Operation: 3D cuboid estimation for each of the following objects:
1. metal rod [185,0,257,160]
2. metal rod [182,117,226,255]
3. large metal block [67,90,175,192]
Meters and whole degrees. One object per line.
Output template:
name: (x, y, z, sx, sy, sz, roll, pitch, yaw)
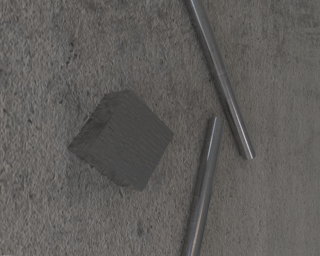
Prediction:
metal rod: (0.095, -0.080, 0.484, 0.025, 0.025, 0.299, -38, 113, -34)
metal rod: (0.056, 0.130, 0.451, 0.025, 0.025, 0.299, 22, 76, -38)
large metal block: (-0.042, 0.015, 0.354, 0.080, 0.050, 0.080, 44, 63, -31)
